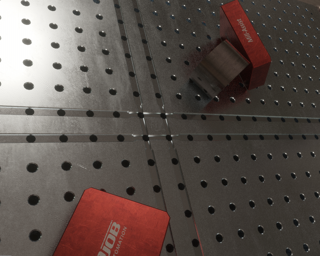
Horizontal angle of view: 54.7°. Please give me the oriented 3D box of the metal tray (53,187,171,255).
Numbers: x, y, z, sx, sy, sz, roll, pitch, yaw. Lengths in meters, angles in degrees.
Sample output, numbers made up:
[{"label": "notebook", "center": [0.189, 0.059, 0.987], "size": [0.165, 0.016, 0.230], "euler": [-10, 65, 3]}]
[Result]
[{"label": "metal tray", "center": [-0.051, 0.128, 0.283], "size": [0.090, 0.030, 0.130], "euler": [17, 53, 4]}]

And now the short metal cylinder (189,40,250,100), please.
[{"label": "short metal cylinder", "center": [0.092, -0.089, 0.479], "size": [0.050, 0.080, 0.080], "euler": [46, 51, 3]}]

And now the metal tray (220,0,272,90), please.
[{"label": "metal tray", "center": [0.142, -0.140, 0.531], "size": [0.030, 0.090, 0.130], "euler": [-22, 69, 3]}]
